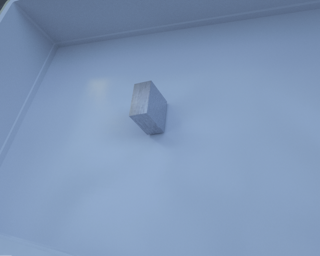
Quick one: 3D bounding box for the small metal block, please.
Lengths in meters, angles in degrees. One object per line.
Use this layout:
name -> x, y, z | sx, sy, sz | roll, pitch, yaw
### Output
small metal block -> -0.014, -0.026, 0.410 | 0.025, 0.050, 0.050 | -9, 57, 24
